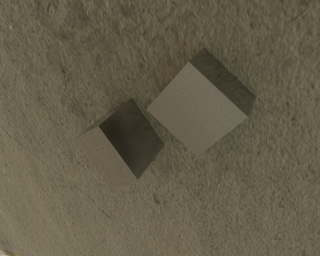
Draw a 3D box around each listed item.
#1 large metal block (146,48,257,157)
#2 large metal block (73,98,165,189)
[{"bbox_3d":[0.046,-0.028,0.348,0.080,0.050,0.080,43,129,-2],"label":"large metal block"},{"bbox_3d":[-0.050,0.019,0.408,0.050,0.080,0.080,-25,105,36],"label":"large metal block"}]
